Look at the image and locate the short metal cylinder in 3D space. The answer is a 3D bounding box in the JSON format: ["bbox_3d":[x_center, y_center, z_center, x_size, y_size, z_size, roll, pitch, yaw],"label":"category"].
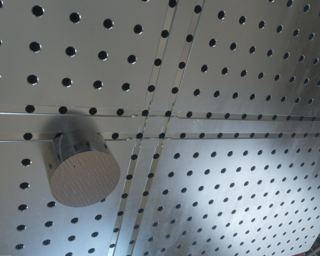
[{"bbox_3d":[-0.094,0.048,0.374,0.081,0.050,0.079,-14,125,-21],"label":"short metal cylinder"}]
